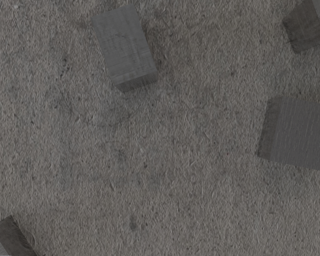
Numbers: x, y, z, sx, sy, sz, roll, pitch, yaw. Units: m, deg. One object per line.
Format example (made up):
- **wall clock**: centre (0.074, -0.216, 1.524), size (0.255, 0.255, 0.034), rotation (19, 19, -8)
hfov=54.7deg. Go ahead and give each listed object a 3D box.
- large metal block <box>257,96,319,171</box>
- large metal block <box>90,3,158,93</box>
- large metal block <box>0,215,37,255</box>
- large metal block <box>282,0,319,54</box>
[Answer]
- **large metal block**: centre (0.180, 0.008, 0.399), size (0.080, 0.050, 0.080), rotation (11, 90, 0)
- **large metal block**: centre (-0.040, -0.093, 0.382), size (0.050, 0.080, 0.080), rotation (-19, 90, 0)
- **large metal block**: centre (-0.215, 0.173, 0.396), size (0.080, 0.050, 0.080), rotation (-33, 90, 0)
- **large metal block**: centre (0.213, -0.138, 0.384), size (0.080, 0.080, 0.050), rotation (-20, 90, 0)
